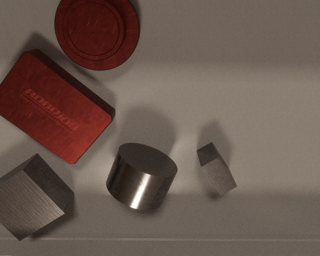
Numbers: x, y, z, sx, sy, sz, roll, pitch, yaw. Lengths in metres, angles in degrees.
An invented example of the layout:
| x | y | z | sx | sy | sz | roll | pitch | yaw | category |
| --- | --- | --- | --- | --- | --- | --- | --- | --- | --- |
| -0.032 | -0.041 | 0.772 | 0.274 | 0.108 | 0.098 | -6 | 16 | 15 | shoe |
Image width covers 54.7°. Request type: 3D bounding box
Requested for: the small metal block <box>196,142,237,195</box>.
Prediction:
| x | y | z | sx | sy | sz | roll | pitch | yaw | category |
| --- | --- | --- | --- | --- | --- | --- | --- | --- | --- |
| 0.076 | 0.054 | 0.419 | 0.025 | 0.050 | 0.050 | -31 | 108 | 10 | small metal block |

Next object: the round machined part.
| x | y | z | sx | sy | sz | roll | pitch | yaw | category |
| --- | --- | --- | --- | --- | --- | --- | --- | --- | --- |
| -0.073 | -0.115 | 0.359 | 0.099 | 0.042 | 0.097 | 0 | 110 | -1 | round machined part |

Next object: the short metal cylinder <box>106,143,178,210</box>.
| x | y | z | sx | sy | sz | roll | pitch | yaw | category |
| --- | --- | --- | --- | --- | --- | --- | --- | --- | --- |
| -0.024 | 0.061 | 0.404 | 0.080 | 0.080 | 0.050 | 20 | 109 | -8 | short metal cylinder |

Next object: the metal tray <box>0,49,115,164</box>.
| x | y | z | sx | sy | sz | roll | pitch | yaw | category |
| --- | --- | --- | --- | --- | --- | --- | --- | --- | --- |
| -0.135 | -0.025 | 0.397 | 0.130 | 0.030 | 0.090 | 39 | 105 | -14 | metal tray |

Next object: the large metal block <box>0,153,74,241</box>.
| x | y | z | sx | sy | sz | roll | pitch | yaw | category |
| --- | --- | --- | --- | --- | --- | --- | --- | --- | --- |
| -0.183 | 0.096 | 0.431 | 0.080 | 0.050 | 0.080 | -33 | 107 | 11 | large metal block |
